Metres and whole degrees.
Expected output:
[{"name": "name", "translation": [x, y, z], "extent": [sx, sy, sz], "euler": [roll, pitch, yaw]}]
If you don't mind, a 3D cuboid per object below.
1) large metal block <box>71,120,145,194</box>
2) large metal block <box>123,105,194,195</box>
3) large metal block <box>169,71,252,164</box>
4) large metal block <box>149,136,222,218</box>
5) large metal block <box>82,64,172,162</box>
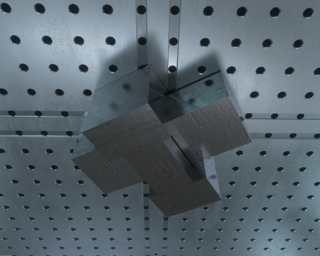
[{"name": "large metal block", "translation": [-0.060, 0.038, 0.428], "extent": [0.080, 0.050, 0.080], "euler": [-21, 127, 17]}, {"name": "large metal block", "translation": [0.000, 0.024, 0.395], "extent": [0.050, 0.080, 0.080], "euler": [-23, 127, 18]}, {"name": "large metal block", "translation": [0.057, -0.010, 0.386], "extent": [0.080, 0.050, 0.080], "euler": [-23, 129, 18]}, {"name": "large metal block", "translation": [0.033, 0.066, 0.432], "extent": [0.080, 0.080, 0.050], "euler": [-23, 126, 17]}, {"name": "large metal block", "translation": [-0.035, -0.018, 0.359], "extent": [0.080, 0.080, 0.050], "euler": [-22, 126, 18]}]
